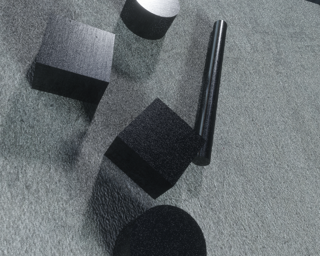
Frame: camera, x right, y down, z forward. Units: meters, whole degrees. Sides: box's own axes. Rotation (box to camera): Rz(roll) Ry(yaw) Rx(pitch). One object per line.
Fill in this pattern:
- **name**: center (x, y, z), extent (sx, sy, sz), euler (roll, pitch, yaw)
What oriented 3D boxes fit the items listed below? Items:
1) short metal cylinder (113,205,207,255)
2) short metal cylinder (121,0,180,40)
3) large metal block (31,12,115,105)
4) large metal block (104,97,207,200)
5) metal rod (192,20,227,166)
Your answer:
- **short metal cylinder**: center (-0.001, 0.124, 0.312), extent (0.081, 0.050, 0.080), euler (14, 56, -21)
- **short metal cylinder**: center (-0.015, -0.188, 0.494), extent (0.081, 0.050, 0.080), euler (14, 56, -21)
- **large metal block**: center (-0.105, -0.084, 0.382), extent (0.081, 0.050, 0.080), euler (14, 56, -21)
- **large metal block**: center (-0.005, 0.023, 0.371), extent (0.080, 0.050, 0.080), euler (42, 51, 0)
- **metal rod**: center (0.083, -0.074, 0.493), extent (0.025, 0.025, 0.300), euler (24, 53, -14)
